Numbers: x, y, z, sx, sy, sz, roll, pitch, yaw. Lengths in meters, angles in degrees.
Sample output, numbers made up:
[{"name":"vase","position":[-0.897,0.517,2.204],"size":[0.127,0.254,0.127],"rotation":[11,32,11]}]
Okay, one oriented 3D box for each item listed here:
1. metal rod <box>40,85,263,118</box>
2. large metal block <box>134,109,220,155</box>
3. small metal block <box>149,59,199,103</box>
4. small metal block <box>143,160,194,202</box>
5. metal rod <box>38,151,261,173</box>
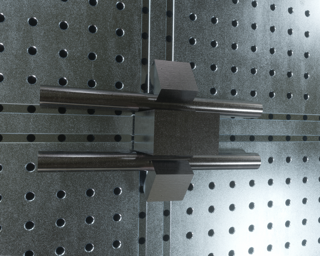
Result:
[{"name":"metal rod","position":[0.004,-0.032,0.409],"size":[0.302,0.025,0.025],"rotation":[2,90,-20]},{"name":"large metal block","position":[0.018,0.006,0.385],"size":[0.081,0.080,0.050],"rotation":[2,90,-20]},{"name":"small metal block","position":[0.017,-0.060,0.403],"size":[0.050,0.025,0.050],"rotation":[1,55,-20]},{"name":"small metal block","position":[0.010,0.068,0.400],"size":[0.050,0.025,0.050],"rotation":[3,127,-21]},{"name":"metal rod","position":[0.001,0.044,0.410],"size":[0.302,0.025,0.025],"rotation":[2,90,-20]}]
